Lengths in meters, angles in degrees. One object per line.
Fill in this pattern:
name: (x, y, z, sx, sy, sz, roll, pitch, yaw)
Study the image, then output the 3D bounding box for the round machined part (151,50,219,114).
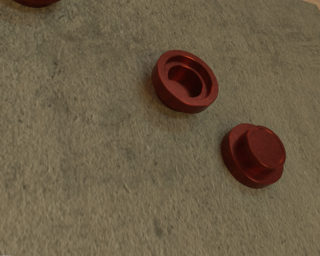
round machined part: (0.032, -0.062, 0.450, 0.099, 0.042, 0.098, 14, 56, -21)

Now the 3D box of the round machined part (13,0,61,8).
round machined part: (-0.176, -0.205, 0.424, 0.099, 0.042, 0.098, 14, 56, -21)

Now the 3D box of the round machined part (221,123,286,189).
round machined part: (0.142, 0.035, 0.451, 0.099, 0.042, 0.098, 14, 56, -21)
